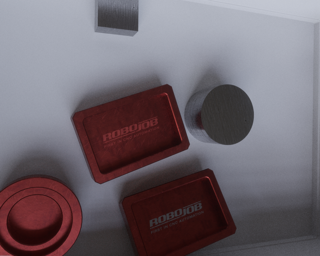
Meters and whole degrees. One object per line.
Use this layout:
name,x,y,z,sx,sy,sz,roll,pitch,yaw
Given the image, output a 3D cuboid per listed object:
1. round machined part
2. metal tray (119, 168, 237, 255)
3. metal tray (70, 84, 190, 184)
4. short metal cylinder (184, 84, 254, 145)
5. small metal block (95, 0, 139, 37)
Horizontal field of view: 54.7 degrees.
round machined part,-0.141,0.101,0.350,0.099,0.042,0.097,0,90,-21
metal tray,0.023,0.115,0.402,0.131,0.030,0.090,-16,75,-20
metal tray,-0.035,0.005,0.395,0.131,0.030,0.090,-20,97,-19
short metal cylinder,0.081,-0.018,0.429,0.081,0.050,0.079,0,90,-21
small metal block,-0.055,-0.146,0.391,0.050,0.025,0.050,1,90,-21
